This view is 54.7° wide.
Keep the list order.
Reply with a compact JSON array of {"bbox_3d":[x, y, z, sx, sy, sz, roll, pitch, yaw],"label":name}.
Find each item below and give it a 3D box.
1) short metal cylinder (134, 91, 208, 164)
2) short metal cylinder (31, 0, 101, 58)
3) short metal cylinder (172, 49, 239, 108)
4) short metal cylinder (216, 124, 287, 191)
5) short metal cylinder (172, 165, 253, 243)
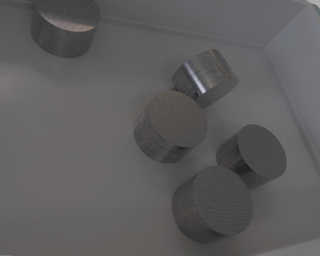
[{"bbox_3d":[0.013,-0.001,0.397,0.081,0.050,0.080,14,56,-21],"label":"short metal cylinder"},{"bbox_3d":[-0.125,-0.140,0.408,0.081,0.050,0.080,14,56,-21],"label":"short metal cylinder"},{"bbox_3d":[0.065,-0.067,0.446,0.081,0.080,0.050,-19,72,-35],"label":"short metal cylinder"},{"bbox_3d":[0.127,0.041,0.432,0.081,0.050,0.080,14,56,-21],"label":"short metal cylinder"},{"bbox_3d":[0.061,0.091,0.367,0.081,0.050,0.080,14,56,-21],"label":"short metal cylinder"}]
